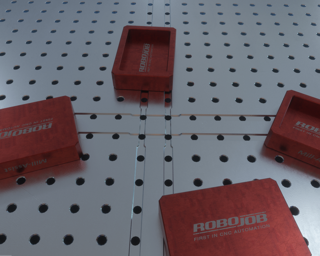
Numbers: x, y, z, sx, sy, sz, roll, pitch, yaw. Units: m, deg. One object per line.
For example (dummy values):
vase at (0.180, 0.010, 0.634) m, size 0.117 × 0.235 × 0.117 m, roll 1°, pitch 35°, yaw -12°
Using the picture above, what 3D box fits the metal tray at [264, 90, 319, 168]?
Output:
metal tray at (0.214, 0.008, 0.400) m, size 0.130 × 0.030 × 0.090 m, roll 23°, pitch 54°, yaw 18°

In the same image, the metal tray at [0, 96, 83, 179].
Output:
metal tray at (-0.172, 0.011, 0.393) m, size 0.131 × 0.030 × 0.090 m, roll -14°, pitch 52°, yaw -12°

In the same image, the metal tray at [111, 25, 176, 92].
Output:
metal tray at (-0.022, -0.116, 0.501) m, size 0.091 × 0.030 × 0.130 m, roll 4°, pitch 50°, yaw 2°

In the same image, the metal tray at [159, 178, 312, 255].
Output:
metal tray at (0.070, 0.106, 0.316) m, size 0.131 × 0.030 × 0.090 m, roll -8°, pitch 51°, yaw -7°
